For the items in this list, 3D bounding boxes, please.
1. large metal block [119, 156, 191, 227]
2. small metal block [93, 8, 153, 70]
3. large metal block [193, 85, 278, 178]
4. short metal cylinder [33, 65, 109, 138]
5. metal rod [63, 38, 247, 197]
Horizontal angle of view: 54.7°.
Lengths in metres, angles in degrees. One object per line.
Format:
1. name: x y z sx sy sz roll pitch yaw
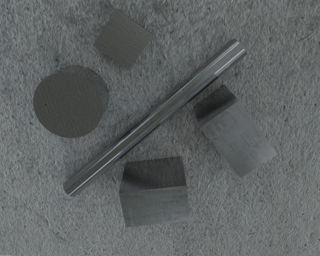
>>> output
1. large metal block: -0.006 0.081 0.410 0.080 0.080 0.050 -7 110 2
2. small metal block: -0.043 -0.106 0.370 0.050 0.025 0.050 34 106 -12
3. large metal block: 0.088 0.001 0.382 0.050 0.080 0.080 -36 106 12
4. short metal cylinder: -0.107 -0.034 0.383 0.081 0.050 0.079 0 110 0
5. metal rod: -0.015 -0.006 0.407 0.300 0.025 0.025 -40 106 13
